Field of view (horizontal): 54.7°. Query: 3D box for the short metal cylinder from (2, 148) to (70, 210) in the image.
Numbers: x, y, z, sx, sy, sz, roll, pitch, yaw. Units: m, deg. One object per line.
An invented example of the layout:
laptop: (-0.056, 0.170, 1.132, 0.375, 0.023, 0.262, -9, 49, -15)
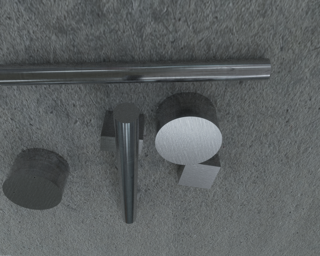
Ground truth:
short metal cylinder: (-0.178, 0.075, 0.453, 0.081, 0.050, 0.079, 0, 130, 0)

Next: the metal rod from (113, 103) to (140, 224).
metal rod: (-0.043, 0.070, 0.417, 0.025, 0.025, 0.298, 3, 145, -3)

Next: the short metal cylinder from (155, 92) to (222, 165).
short metal cylinder: (0.034, 0.001, 0.392, 0.081, 0.050, 0.079, 0, 130, 0)

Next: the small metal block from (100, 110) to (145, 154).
small metal block: (-0.047, 0.005, 0.394, 0.050, 0.050, 0.025, 6, 130, -5)

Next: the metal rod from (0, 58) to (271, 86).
metal rod: (-0.029, -0.063, 0.352, 0.302, 0.025, 0.025, -1, 130, 0)

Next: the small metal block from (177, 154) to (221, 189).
small metal block: (0.056, 0.062, 0.461, 0.050, 0.025, 0.050, 9, 130, -8)
